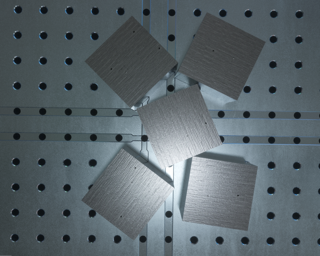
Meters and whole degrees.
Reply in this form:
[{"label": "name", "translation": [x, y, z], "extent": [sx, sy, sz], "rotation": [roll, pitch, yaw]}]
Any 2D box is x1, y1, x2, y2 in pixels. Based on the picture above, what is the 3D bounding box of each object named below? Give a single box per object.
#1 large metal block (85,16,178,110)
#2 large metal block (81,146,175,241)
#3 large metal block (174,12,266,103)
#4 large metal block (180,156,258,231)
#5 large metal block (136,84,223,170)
[{"label": "large metal block", "translation": [-0.034, -0.080, 0.400], "extent": [0.080, 0.050, 0.080], "rotation": [-44, 90, 0]}, {"label": "large metal block", "translation": [-0.039, 0.080, 0.399], "extent": [0.080, 0.050, 0.080], "rotation": [38, 90, 0]}, {"label": "large metal block", "translation": [0.074, -0.087, 0.400], "extent": [0.080, 0.050, 0.080], "rotation": [26, 90, -3]}, {"label": "large metal block", "translation": [0.073, 0.080, 0.401], "extent": [0.080, 0.050, 0.080], "rotation": [9, 90, -1]}, {"label": "large metal block", "translation": [0.024, -0.002, 0.400], "extent": [0.080, 0.050, 0.080], "rotation": [-23, 90, 0]}]
